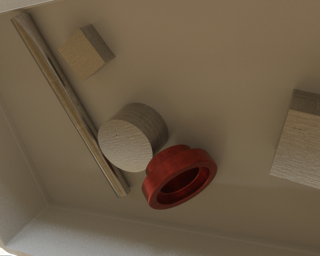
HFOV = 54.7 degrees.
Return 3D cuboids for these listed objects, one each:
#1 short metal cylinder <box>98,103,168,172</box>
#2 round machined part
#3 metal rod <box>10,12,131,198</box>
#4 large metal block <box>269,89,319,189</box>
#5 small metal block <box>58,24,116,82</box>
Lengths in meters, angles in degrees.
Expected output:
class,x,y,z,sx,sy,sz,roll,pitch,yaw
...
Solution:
class,x,y,z,sx,sy,sz,roll,pitch,yaw
short metal cylinder,-0.035,0.012,0.417,0.080,0.050,0.079,13,124,20
round machined part,0.021,0.059,0.399,0.042,0.099,0.097,57,138,35
metal rod,-0.123,-0.022,0.457,0.025,0.025,0.299,-15,111,34
large metal block,0.165,0.014,0.314,0.080,0.050,0.079,16,125,19
small metal block,-0.094,-0.096,0.397,0.050,0.025,0.050,-28,103,37
